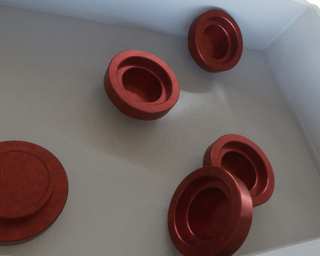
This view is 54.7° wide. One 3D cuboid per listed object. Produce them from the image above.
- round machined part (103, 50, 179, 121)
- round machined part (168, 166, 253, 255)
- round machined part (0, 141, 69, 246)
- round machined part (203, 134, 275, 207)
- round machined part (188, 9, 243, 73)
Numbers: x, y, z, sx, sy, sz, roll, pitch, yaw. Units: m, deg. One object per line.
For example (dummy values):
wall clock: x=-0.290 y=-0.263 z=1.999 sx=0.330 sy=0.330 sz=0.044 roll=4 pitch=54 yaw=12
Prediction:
round machined part: x=-0.027 y=-0.052 z=0.412 sx=0.099 sy=0.042 sz=0.098 roll=14 pitch=56 yaw=-21
round machined part: x=0.058 y=0.094 z=0.336 sx=0.042 sy=0.098 sz=0.098 roll=31 pitch=49 yaw=-34
round machined part: x=-0.135 y=0.055 z=0.288 sx=0.099 sy=0.042 sz=0.098 roll=14 pitch=56 yaw=-21
round machined part: x=0.099 y=0.061 z=0.411 sx=0.099 sy=0.042 sz=0.098 roll=14 pitch=56 yaw=-21
round machined part: x=0.086 y=-0.139 z=0.509 sx=0.099 sy=0.042 sz=0.097 roll=0 pitch=89 yaw=-30
